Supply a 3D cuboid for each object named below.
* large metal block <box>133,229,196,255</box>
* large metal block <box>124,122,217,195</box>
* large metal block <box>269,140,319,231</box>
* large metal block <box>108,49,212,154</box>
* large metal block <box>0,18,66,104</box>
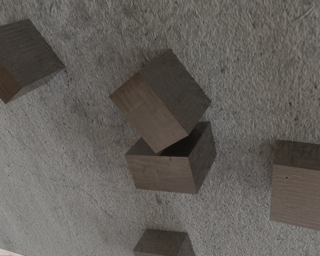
[{"bbox_3d":[0.012,0.221,0.521,0.080,0.050,0.080,-5,116,30],"label":"large metal block"},{"bbox_3d":[0.017,0.034,0.383,0.080,0.080,0.050,-1,118,28],"label":"large metal block"},{"bbox_3d":[0.168,0.064,0.342,0.080,0.050,0.079,7,122,24],"label":"large metal block"},{"bbox_3d":[0.004,-0.032,0.349,0.050,0.080,0.080,-32,100,38],"label":"large metal block"},{"bbox_3d":[-0.192,-0.091,0.416,0.050,0.080,0.080,-27,104,37],"label":"large metal block"}]
